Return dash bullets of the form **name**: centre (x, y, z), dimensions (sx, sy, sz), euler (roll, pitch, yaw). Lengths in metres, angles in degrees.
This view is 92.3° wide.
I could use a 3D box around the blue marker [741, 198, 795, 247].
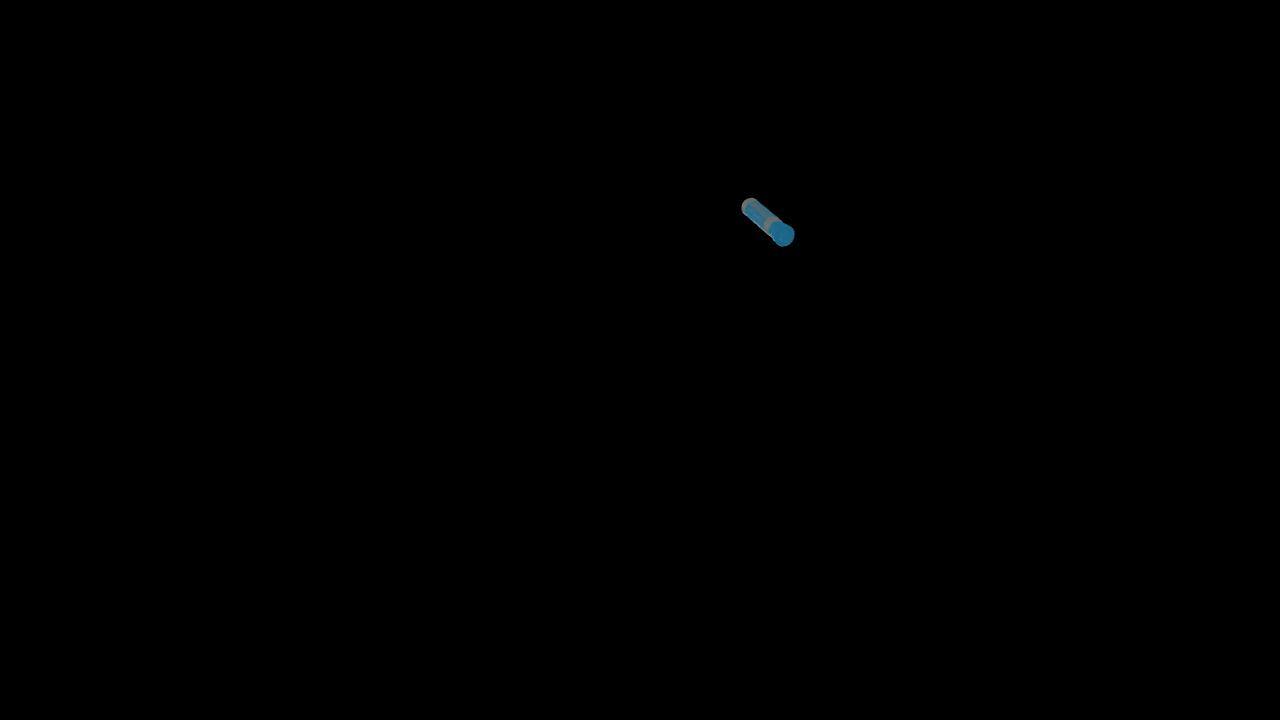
- **blue marker**: centre (0.120, -0.132, 0.583), dimensions (0.020, 0.020, 0.121), euler (0, 26, -7)
